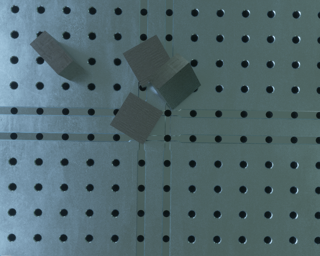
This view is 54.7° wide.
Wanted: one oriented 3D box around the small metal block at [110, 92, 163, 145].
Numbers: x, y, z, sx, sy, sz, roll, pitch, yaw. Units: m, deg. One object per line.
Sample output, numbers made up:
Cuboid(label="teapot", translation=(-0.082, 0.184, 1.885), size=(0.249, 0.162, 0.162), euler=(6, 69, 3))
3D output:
Cuboid(label="small metal block", translation=(-0.030, -0.012, 0.413), size=(0.050, 0.025, 0.050), euler=(32, 90, -1))

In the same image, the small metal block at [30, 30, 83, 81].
Cuboid(label="small metal block", translation=(-0.131, -0.091, 0.399), size=(0.025, 0.050, 0.050), euler=(-43, 91, 0))

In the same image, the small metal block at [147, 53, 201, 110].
Cuboid(label="small metal block", translation=(0.019, -0.059, 0.399), size=(0.050, 0.050, 0.025), euler=(-42, 54, 0))

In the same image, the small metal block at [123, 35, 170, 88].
Cuboid(label="small metal block", translation=(-0.014, -0.087, 0.413), size=(0.050, 0.025, 0.050), euler=(-30, 90, -1))
